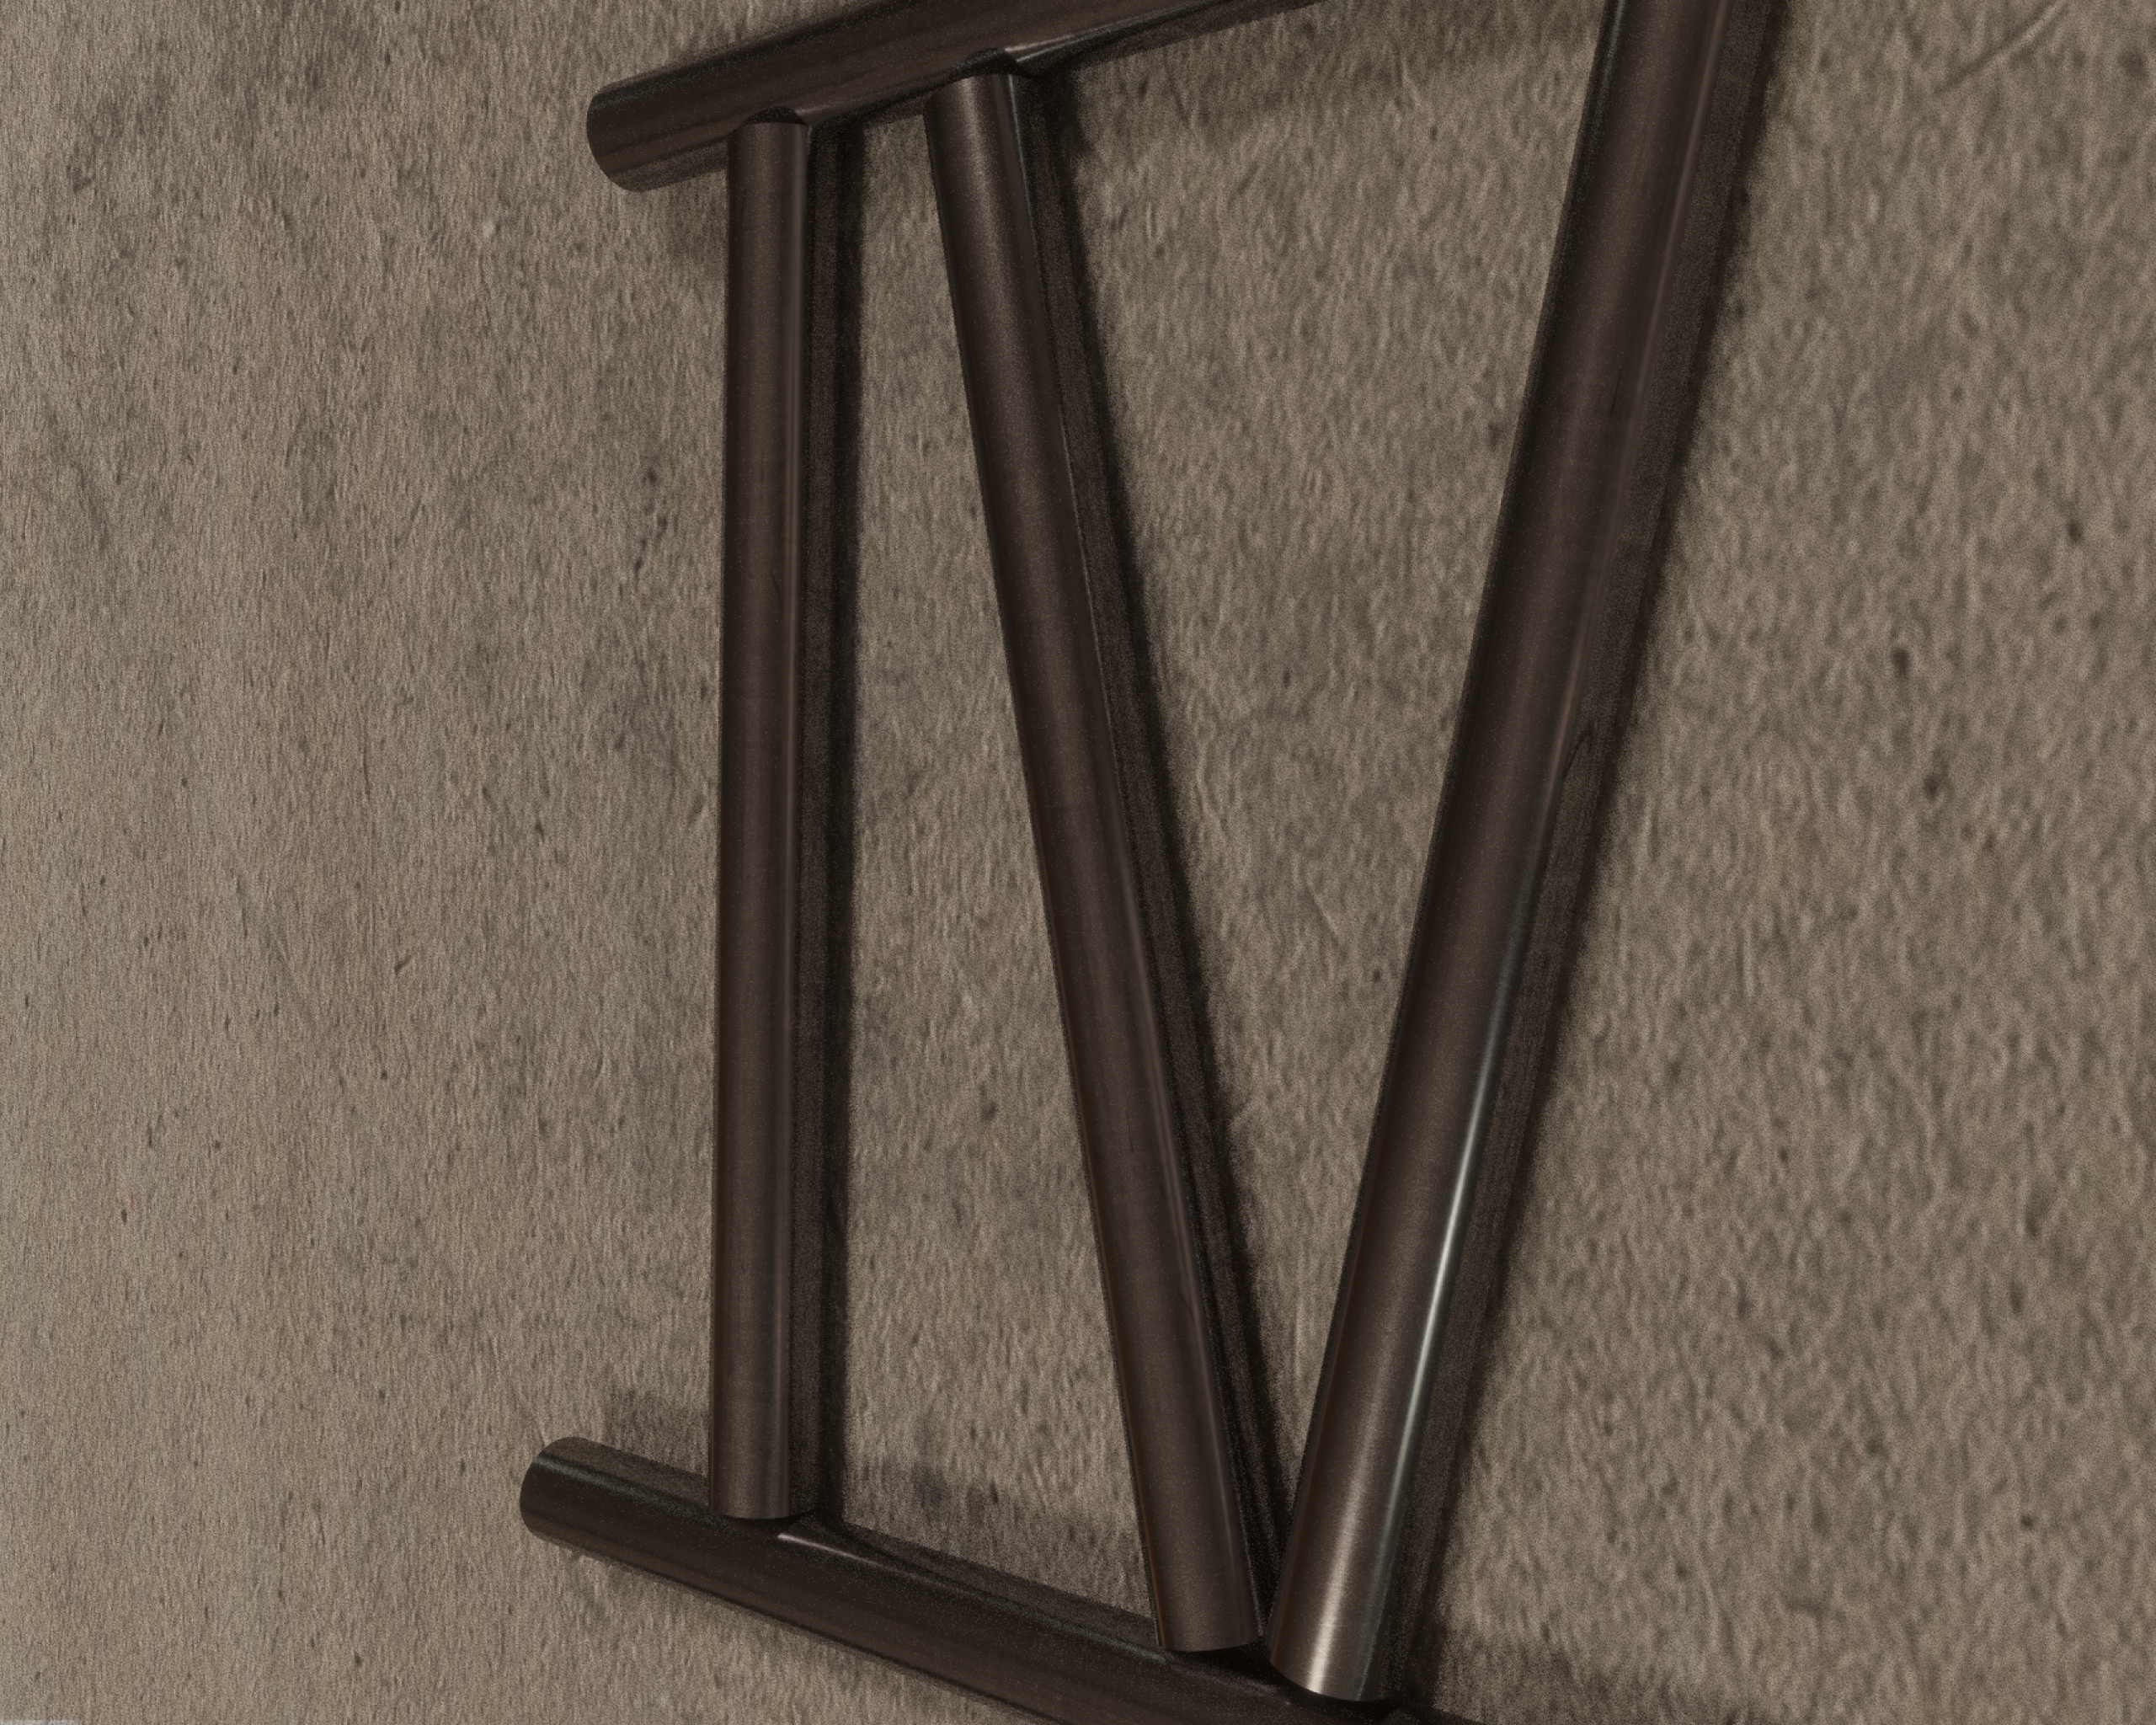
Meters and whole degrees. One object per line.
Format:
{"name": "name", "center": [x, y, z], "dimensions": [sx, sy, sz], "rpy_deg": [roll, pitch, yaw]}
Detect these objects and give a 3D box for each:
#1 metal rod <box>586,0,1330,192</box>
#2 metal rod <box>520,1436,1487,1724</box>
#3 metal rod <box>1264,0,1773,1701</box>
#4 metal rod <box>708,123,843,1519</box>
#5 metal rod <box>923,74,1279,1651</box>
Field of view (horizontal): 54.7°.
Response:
{"name": "metal rod", "center": [0.011, -0.167, 0.396], "dimensions": [0.300, 0.025, 0.025], "rpy_deg": [2, 91, 39]}
{"name": "metal rod", "center": [-0.009, 0.155, 0.410], "dimensions": [0.300, 0.025, 0.025], "rpy_deg": [2, 91, 39]}
{"name": "metal rod", "center": [0.072, -0.005, 0.345], "dimensions": [0.025, 0.025, 0.298], "rpy_deg": [17, 101, 38]}
{"name": "metal rod", "center": [-0.066, -0.009, 0.458], "dimensions": [0.025, 0.025, 0.298], "rpy_deg": [1, 91, 39]}
{"name": "metal rod", "center": [0.004, -0.006, 0.400], "dimensions": [0.025, 0.025, 0.298], "rpy_deg": [-15, 81, 39]}
